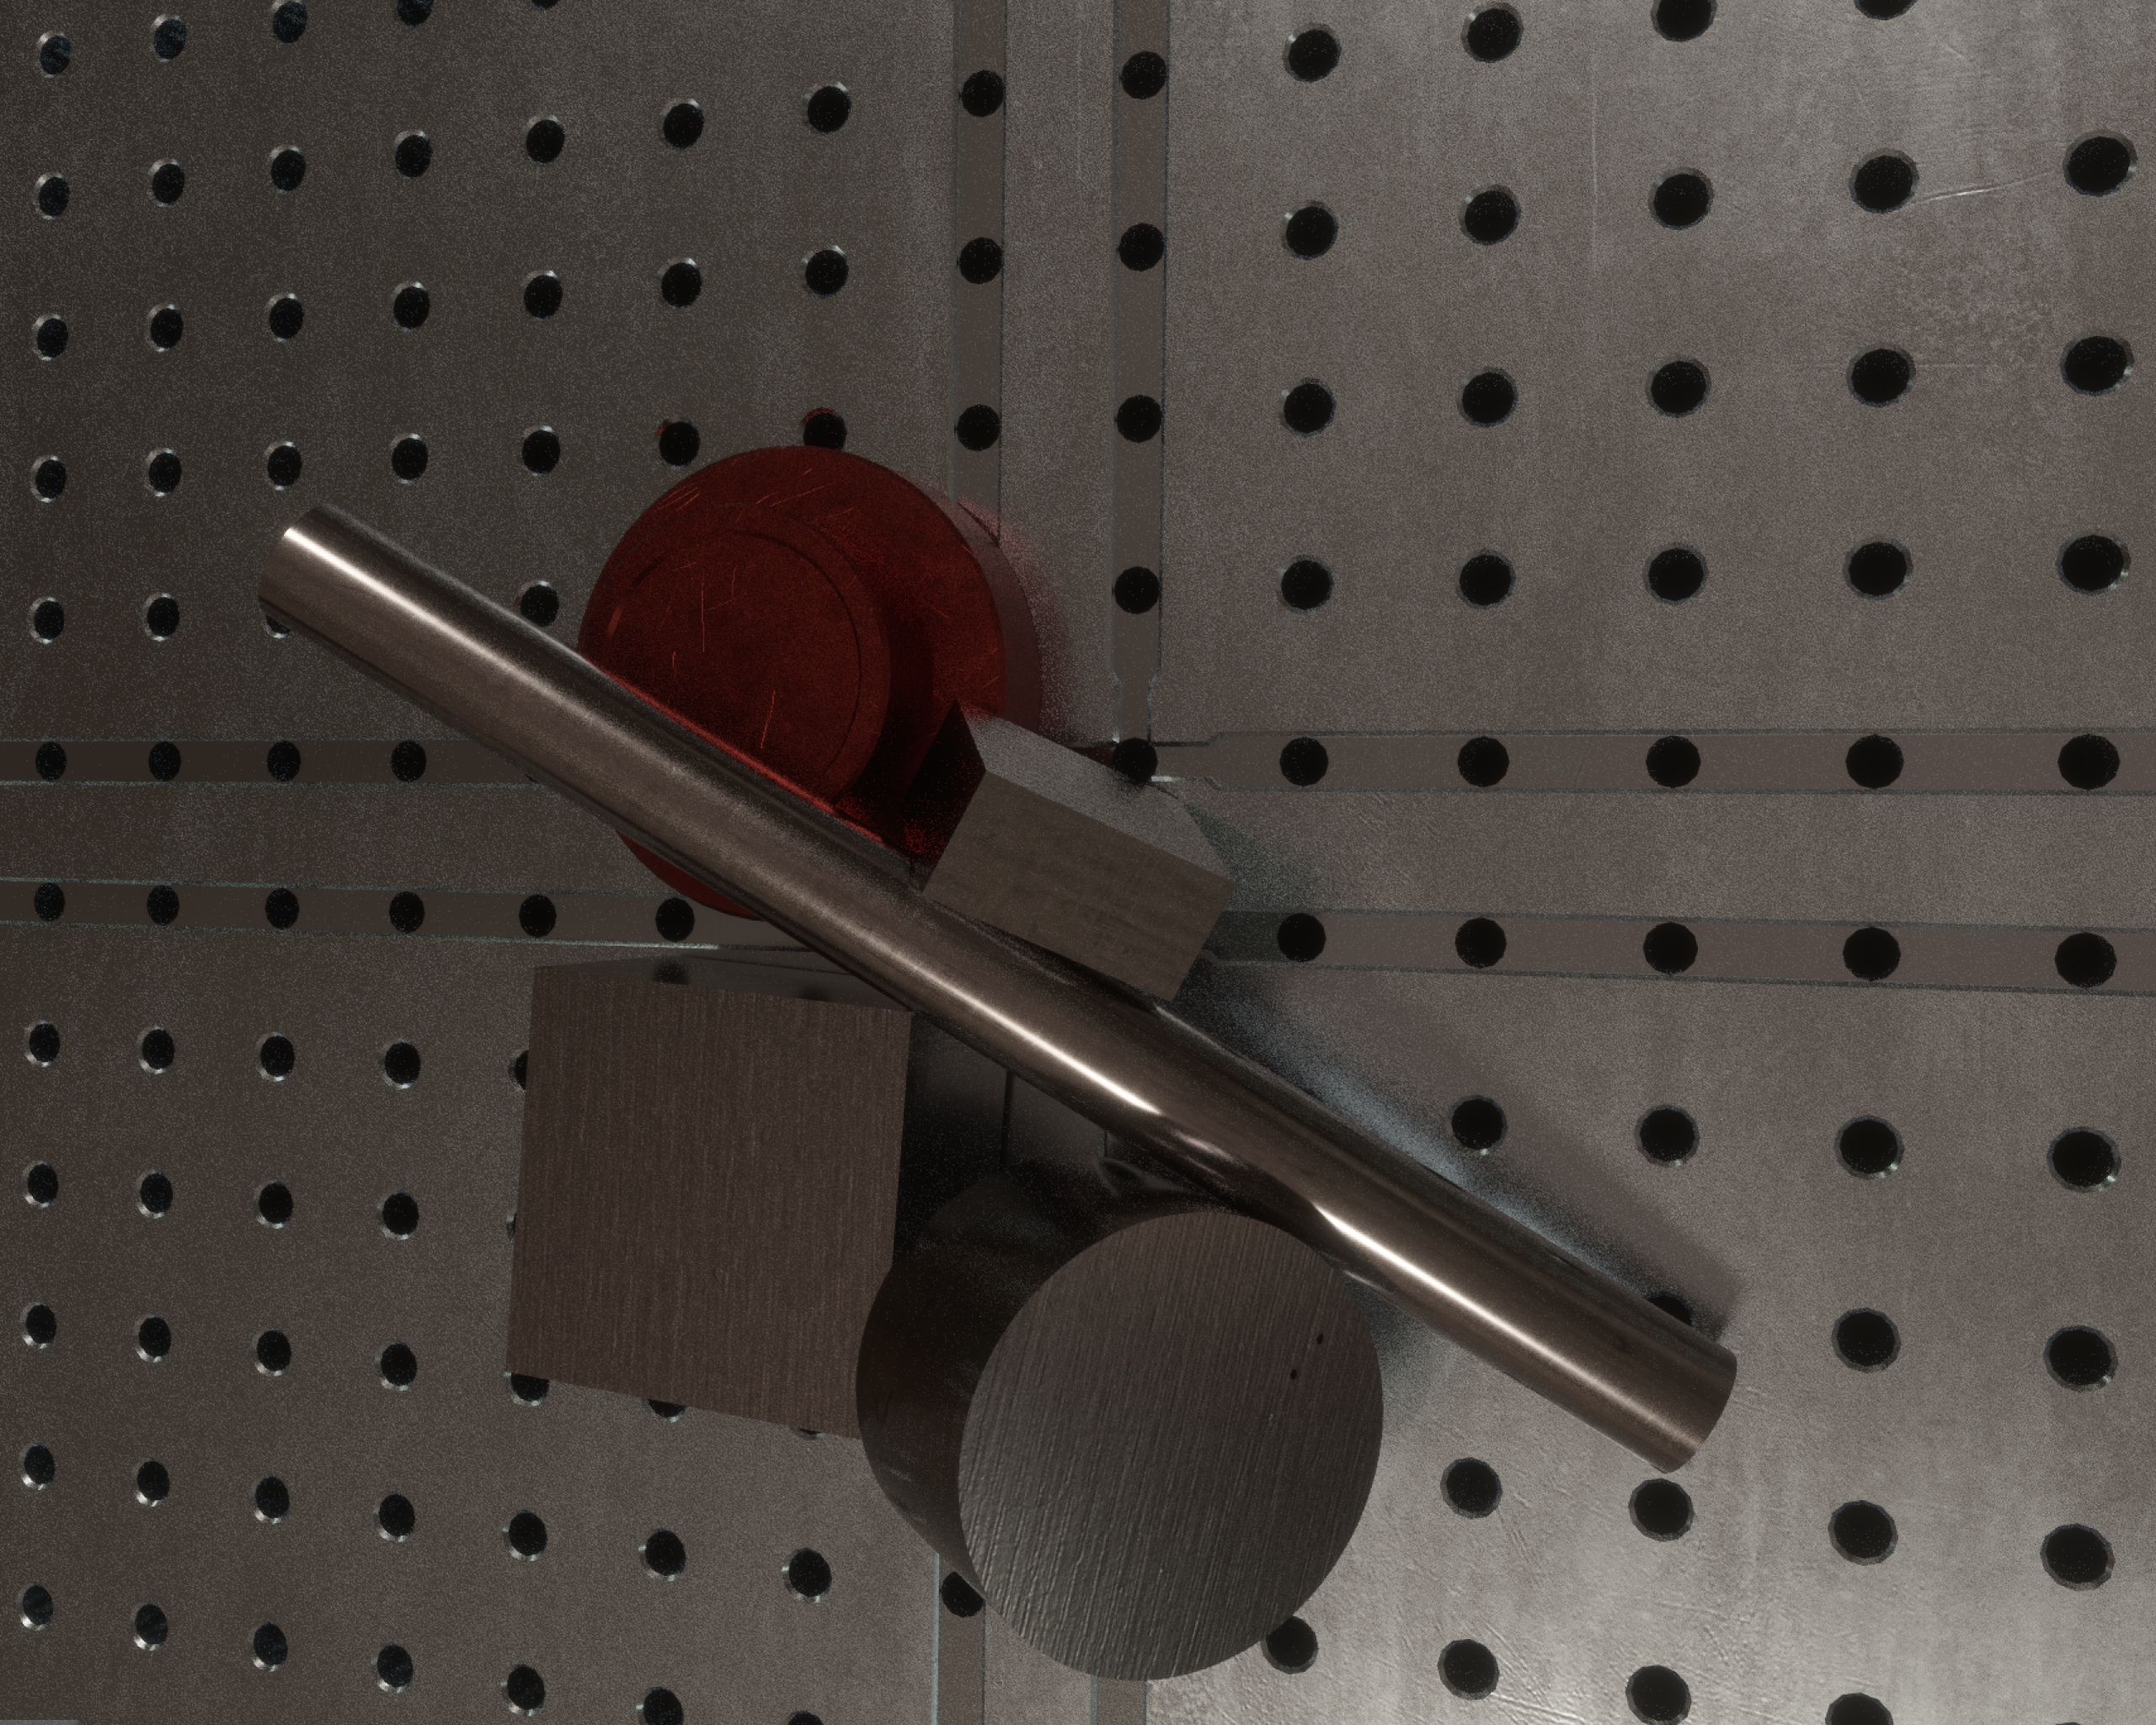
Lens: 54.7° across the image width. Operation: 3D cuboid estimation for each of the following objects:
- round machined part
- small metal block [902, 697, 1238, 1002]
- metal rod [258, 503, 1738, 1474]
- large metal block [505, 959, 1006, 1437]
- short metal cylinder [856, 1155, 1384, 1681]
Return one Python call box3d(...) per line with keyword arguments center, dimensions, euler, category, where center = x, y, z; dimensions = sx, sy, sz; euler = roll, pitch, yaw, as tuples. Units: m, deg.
box3d(center=(-0.061, -0.036, 0.424), dimensions=(0.098, 0.042, 0.097), euler=(0, 90, 19), category="round machined part")
box3d(center=(-0.003, -0.003, 0.389), dimensions=(0.050, 0.050, 0.025), euler=(24, 103, -17), category="small metal block")
box3d(center=(-0.017, 0.021, 0.383), dimensions=(0.301, 0.025, 0.025), euler=(31, 100, 4), category="metal rod")
box3d(center=(-0.063, 0.063, 0.418), dimensions=(0.080, 0.050, 0.079), euler=(5, 92, 19), category="large metal block")
box3d(center=(0.007, 0.097, 0.373), dimensions=(0.081, 0.050, 0.079), euler=(-2, 94, -25), category="short metal cylinder")
